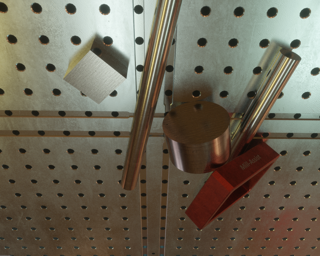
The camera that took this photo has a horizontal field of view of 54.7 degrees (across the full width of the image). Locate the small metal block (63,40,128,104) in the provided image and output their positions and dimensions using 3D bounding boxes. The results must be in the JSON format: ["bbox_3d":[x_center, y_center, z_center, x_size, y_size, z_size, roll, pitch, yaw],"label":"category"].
[{"bbox_3d":[-0.073,-0.063,0.357,0.050,0.025,0.050,-37,121,27],"label":"small metal block"}]

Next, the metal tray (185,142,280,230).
[{"bbox_3d":[0.100,0.075,0.421,0.131,0.030,0.089,-20,145,-43],"label":"metal tray"}]

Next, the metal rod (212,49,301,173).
[{"bbox_3d":[0.108,0.028,0.437,0.025,0.025,0.298,11,129,-10],"label":"metal rod"}]

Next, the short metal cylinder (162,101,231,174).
[{"bbox_3d":[0.047,0.010,0.385,0.080,0.080,0.050,-8,130,6],"label":"short metal cylinder"}]

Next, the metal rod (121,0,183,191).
[{"bbox_3d":[-0.019,-0.023,0.391,0.025,0.025,0.298,9,130,-8],"label":"metal rod"}]
